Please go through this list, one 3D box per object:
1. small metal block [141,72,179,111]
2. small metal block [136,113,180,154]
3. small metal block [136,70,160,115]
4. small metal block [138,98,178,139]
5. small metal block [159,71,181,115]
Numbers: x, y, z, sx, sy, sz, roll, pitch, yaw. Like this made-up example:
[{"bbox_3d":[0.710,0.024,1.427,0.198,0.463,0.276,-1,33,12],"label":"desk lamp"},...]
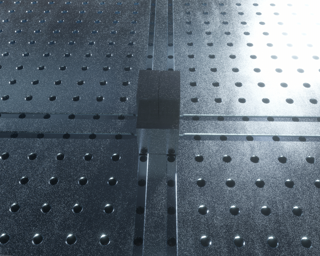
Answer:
[{"bbox_3d":[0.000,-0.050,0.433,0.050,0.050,0.025,1,50,1],"label":"small metal block"},{"bbox_3d":[-0.002,0.008,0.385,0.050,0.050,0.025,1,50,1],"label":"small metal block"},{"bbox_3d":[-0.014,-0.037,0.390,0.025,0.050,0.050,2,50,1],"label":"small metal block"},{"bbox_3d":[-0.001,-0.013,0.418,0.050,0.025,0.050,1,50,2],"label":"small metal block"},{"bbox_3d":[0.012,-0.037,0.390,0.025,0.050,0.050,1,50,2],"label":"small metal block"}]
